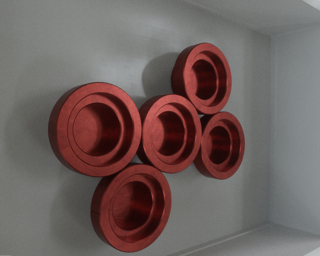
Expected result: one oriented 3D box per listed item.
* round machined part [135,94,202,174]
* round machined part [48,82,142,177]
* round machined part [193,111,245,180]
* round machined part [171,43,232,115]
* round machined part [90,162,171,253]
[{"bbox_3d":[0.005,0.007,0.395,0.099,0.042,0.097,0,90,-40],"label":"round machined part"},{"bbox_3d":[-0.072,0.001,0.332,0.099,0.042,0.097,0,90,-40],"label":"round machined part"},{"bbox_3d":[0.079,0.025,0.458,0.099,0.042,0.097,0,90,-40],"label":"round machined part"},{"bbox_3d":[0.054,-0.067,0.437,0.099,0.042,0.097,0,90,-40],"label":"round machined part"},{"bbox_3d":[-0.037,0.089,0.361,0.099,0.042,0.097,0,90,-40],"label":"round machined part"}]
